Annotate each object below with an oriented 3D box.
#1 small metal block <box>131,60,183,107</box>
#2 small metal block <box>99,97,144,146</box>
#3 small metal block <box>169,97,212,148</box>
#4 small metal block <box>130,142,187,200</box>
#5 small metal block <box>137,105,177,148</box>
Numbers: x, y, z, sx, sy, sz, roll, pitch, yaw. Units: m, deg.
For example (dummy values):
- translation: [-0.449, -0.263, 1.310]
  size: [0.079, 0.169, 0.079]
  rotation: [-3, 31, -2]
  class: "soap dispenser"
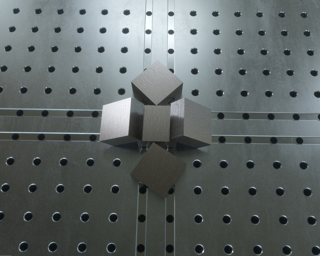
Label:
- translation: [-0.004, -0.058, 0.433]
  size: [0.050, 0.025, 0.050]
  rotation: [-42, 75, -14]
  class: "small metal block"
- translation: [-0.049, -0.007, 0.401]
  size: [0.050, 0.025, 0.050]
  rotation: [-12, 67, 35]
  class: "small metal block"
- translation: [0.040, -0.005, 0.399]
  size: [0.050, 0.025, 0.050]
  rotation: [19, 65, -37]
  class: "small metal block"
- translation: [-0.002, 0.054, 0.391]
  size: [0.050, 0.025, 0.050]
  rotation: [32, 74, 12]
  class: "small metal block"
- translation: [-0.003, -0.002, 0.412]
  size: [0.050, 0.025, 0.050]
  rotation: [1, 69, 0]
  class: "small metal block"
